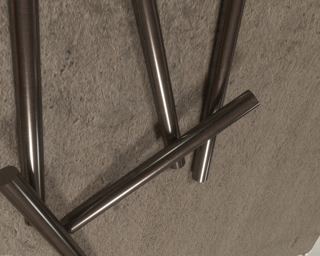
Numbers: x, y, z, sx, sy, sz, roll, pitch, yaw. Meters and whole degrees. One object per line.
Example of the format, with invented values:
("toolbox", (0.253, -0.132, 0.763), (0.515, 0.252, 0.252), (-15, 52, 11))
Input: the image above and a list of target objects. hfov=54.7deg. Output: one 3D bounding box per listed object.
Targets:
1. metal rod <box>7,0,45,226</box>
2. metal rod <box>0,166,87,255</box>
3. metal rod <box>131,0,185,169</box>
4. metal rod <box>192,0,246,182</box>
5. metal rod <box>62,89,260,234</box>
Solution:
("metal rod", (-0.136, -0.015, 0.323), (0.025, 0.025, 0.298), (-5, 121, -26))
("metal rod", (-0.128, 0.152, 0.409), (0.025, 0.025, 0.298), (-26, 135, -13))
("metal rod", (-0.002, -0.066, 0.366), (0.025, 0.025, 0.298), (-24, 127, -15))
("metal rod", (0.077, -0.051, 0.419), (0.025, 0.025, 0.298), (-8, 122, -24))
("metal rod", (-0.003, 0.047, 0.408), (0.300, 0.025, 0.025), (-35, 130, 5))
